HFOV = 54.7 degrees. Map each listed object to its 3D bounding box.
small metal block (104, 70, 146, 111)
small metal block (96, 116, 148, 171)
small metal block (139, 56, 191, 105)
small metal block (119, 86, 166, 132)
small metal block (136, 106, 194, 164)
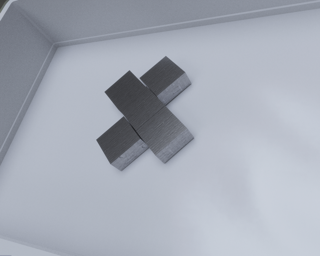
[{"bbox_3d":[-0.046,-0.050,0.458,0.050,0.025,0.050,-41,51,0],"label":"small metal block"},{"bbox_3d":[-0.051,0.021,0.418,0.050,0.025,0.050,-41,51,1],"label":"small metal block"},{"bbox_3d":[0.007,-0.067,0.441,0.050,0.025,0.050,-40,51,-1],"label":"small metal block"},{"bbox_3d":[-0.020,-0.022,0.426,0.050,0.025,0.050,-41,51,0],"label":"small metal block"},{"bbox_3d":[0.006,0.008,0.395,0.050,0.025,0.050,-41,51,0],"label":"small metal block"}]
